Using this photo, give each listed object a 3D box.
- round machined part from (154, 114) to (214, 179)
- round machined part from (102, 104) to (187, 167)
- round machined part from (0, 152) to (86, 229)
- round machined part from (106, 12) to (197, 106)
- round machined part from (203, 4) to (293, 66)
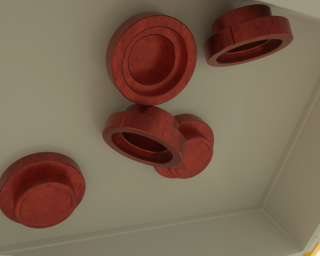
[{"bbox_3d":[0.035,0.032,0.437,0.099,0.042,0.097,-14,124,-21],"label":"round machined part"},{"bbox_3d":[-0.015,0.007,0.370,0.098,0.098,0.042,43,55,-40],"label":"round machined part"},{"bbox_3d":[-0.139,0.081,0.372,0.099,0.042,0.097,-14,124,-21],"label":"round machined part"},{"bbox_3d":[-0.012,-0.077,0.342,0.099,0.042,0.097,-13,123,-22],"label":"round machined part"},{"bbox_3d":[0.098,-0.108,0.361,0.099,0.098,0.042,-10,85,-23],"label":"round machined part"}]
